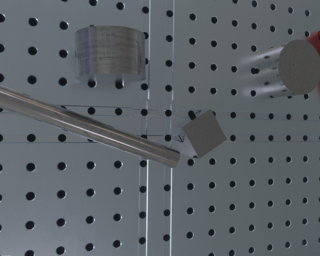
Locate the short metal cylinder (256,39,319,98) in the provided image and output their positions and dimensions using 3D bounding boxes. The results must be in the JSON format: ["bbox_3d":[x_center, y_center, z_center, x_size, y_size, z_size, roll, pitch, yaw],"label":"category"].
[{"bbox_3d":[0.195,-0.088,0.471,0.081,0.050,0.079,0,90,-20],"label":"short metal cylinder"}]

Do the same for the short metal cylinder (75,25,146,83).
[{"bbox_3d":[-0.057,-0.082,0.362,0.081,0.080,0.050,-2,91,-20],"label":"short metal cylinder"}]

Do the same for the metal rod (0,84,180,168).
[{"bbox_3d":[-0.112,-0.009,0.371,0.302,0.025,0.025,21,83,-19],"label":"metal rod"}]

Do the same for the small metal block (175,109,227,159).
[{"bbox_3d":[0.057,0.008,0.434,0.050,0.025,0.050,-32,101,-17],"label":"small metal block"}]
